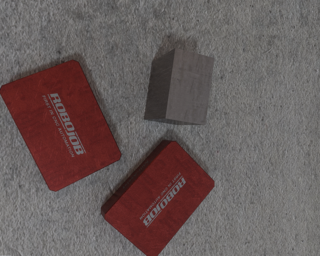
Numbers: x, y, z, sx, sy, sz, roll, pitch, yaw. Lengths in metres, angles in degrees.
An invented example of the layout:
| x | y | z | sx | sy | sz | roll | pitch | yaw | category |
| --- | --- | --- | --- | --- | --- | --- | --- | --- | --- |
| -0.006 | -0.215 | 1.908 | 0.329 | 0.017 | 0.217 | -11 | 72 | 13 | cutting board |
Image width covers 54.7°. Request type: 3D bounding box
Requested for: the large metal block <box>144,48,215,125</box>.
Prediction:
| x | y | z | sx | sy | sz | roll | pitch | yaw | category |
| --- | --- | --- | --- | --- | --- | --- | --- | --- | --- |
| 0.021 | -0.047 | 0.389 | 0.050 | 0.080 | 0.080 | 9 | 87 | -20 | large metal block |

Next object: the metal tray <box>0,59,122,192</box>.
| x | y | z | sx | sy | sz | roll | pitch | yaw | category |
| --- | --- | --- | --- | --- | --- | --- | --- | --- | --- |
| -0.113 | -0.003 | 0.365 | 0.091 | 0.030 | 0.129 | -26 | 99 | -18 | metal tray |

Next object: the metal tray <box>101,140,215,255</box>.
| x | y | z | sx | sy | sz | roll | pitch | yaw | category |
| --- | --- | --- | --- | --- | --- | --- | --- | --- | --- |
| -0.001 | 0.091 | 0.407 | 0.090 | 0.030 | 0.130 | 47 | 75 | -15 | metal tray |
